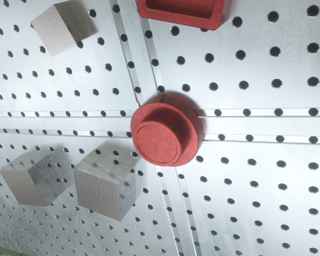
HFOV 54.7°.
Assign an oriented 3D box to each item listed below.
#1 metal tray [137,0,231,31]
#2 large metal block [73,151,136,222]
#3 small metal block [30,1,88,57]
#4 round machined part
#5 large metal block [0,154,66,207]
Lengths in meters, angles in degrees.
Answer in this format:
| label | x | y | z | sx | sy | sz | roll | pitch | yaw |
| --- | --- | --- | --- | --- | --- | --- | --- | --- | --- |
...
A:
| label | x | y | z | sx | sy | sz | roll | pitch | yaw |
| --- | --- | --- | --- | --- | --- | --- | --- | --- | --- |
| metal tray | 0.027 | -0.166 | 0.290 | 0.090 | 0.030 | 0.129 | 17 | 125 | 18 |
| large metal block | -0.087 | 0.093 | 0.498 | 0.080 | 0.050 | 0.079 | 16 | 125 | 19 |
| small metal block | -0.131 | -0.127 | 0.401 | 0.050 | 0.025 | 0.050 | -17 | 110 | 34 |
| round machined part | 0.004 | 0.011 | 0.405 | 0.098 | 0.042 | 0.097 | 13 | 124 | 21 |
| large metal block | -0.238 | 0.098 | 0.582 | 0.080 | 0.050 | 0.080 | -5 | 116 | 30 |
